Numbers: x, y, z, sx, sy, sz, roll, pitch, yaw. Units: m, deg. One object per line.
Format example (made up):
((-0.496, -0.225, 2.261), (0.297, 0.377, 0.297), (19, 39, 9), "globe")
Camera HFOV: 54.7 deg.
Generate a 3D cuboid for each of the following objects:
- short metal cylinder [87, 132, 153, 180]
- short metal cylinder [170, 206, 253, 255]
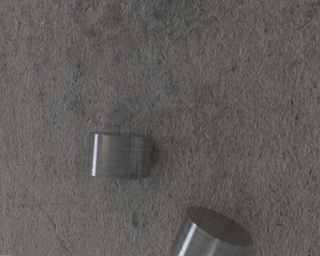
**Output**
((-0.050, 0.033, 0.398), (0.080, 0.080, 0.050), (5, 92, 20), "short metal cylinder")
((0.059, 0.134, 0.359), (0.080, 0.080, 0.050), (25, 98, 18), "short metal cylinder")
